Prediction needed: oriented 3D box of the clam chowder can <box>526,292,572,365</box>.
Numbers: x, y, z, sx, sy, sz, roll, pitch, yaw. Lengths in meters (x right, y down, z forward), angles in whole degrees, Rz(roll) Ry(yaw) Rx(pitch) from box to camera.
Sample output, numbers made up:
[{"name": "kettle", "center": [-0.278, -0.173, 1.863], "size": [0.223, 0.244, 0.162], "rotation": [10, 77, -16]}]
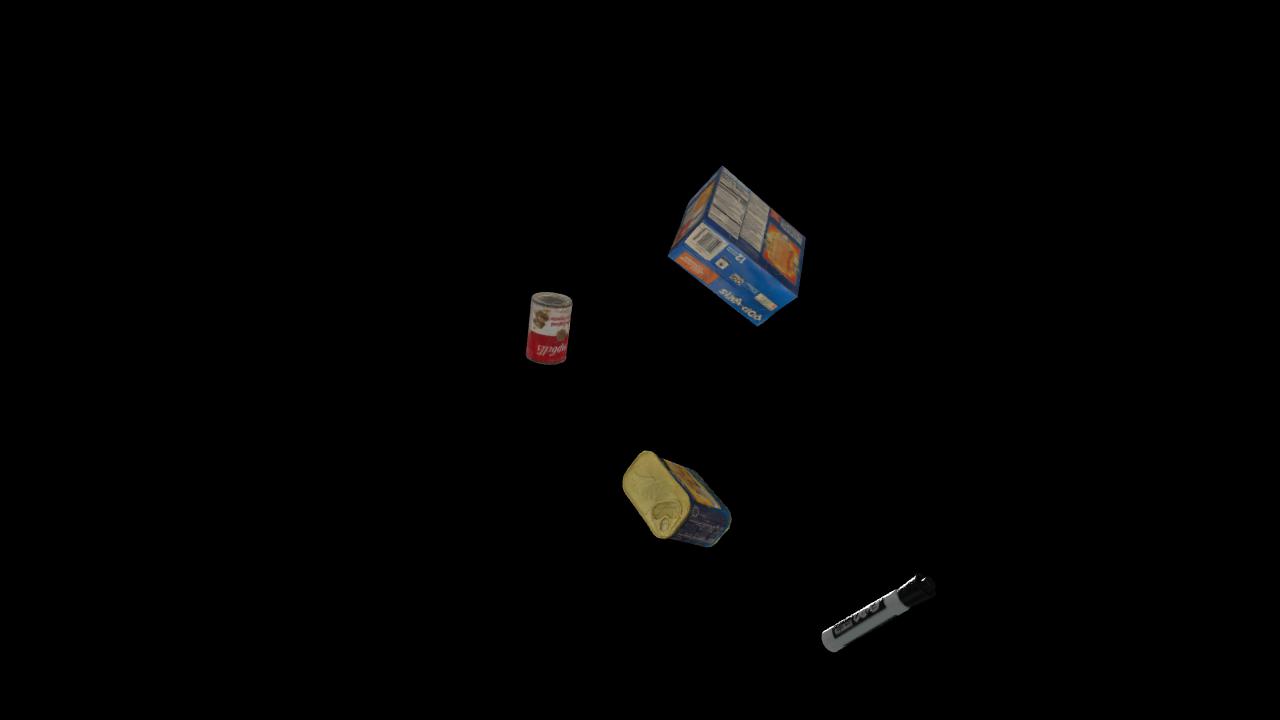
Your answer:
[{"name": "clam chowder can", "center": [-0.147, -0.052, 0.996], "size": [0.068, 0.102, 0.068], "rotation": [8, 22, -3]}]

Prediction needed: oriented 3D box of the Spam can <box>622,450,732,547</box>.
[{"name": "Spam can", "center": [0.042, 0.156, 0.686], "size": [0.085, 0.058, 0.101], "rotation": [27, 14, -43]}]

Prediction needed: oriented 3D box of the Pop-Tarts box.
[{"name": "Pop-Tarts box", "center": [0.139, -0.157, 0.854], "size": [0.167, 0.141, 0.083], "rotation": [36, -43, -17]}]

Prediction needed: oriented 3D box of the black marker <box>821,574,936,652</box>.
[{"name": "black marker", "center": [0.194, 0.208, 0.503], "size": [0.020, 0.020, 0.121], "rotation": [0, -41, -37]}]
